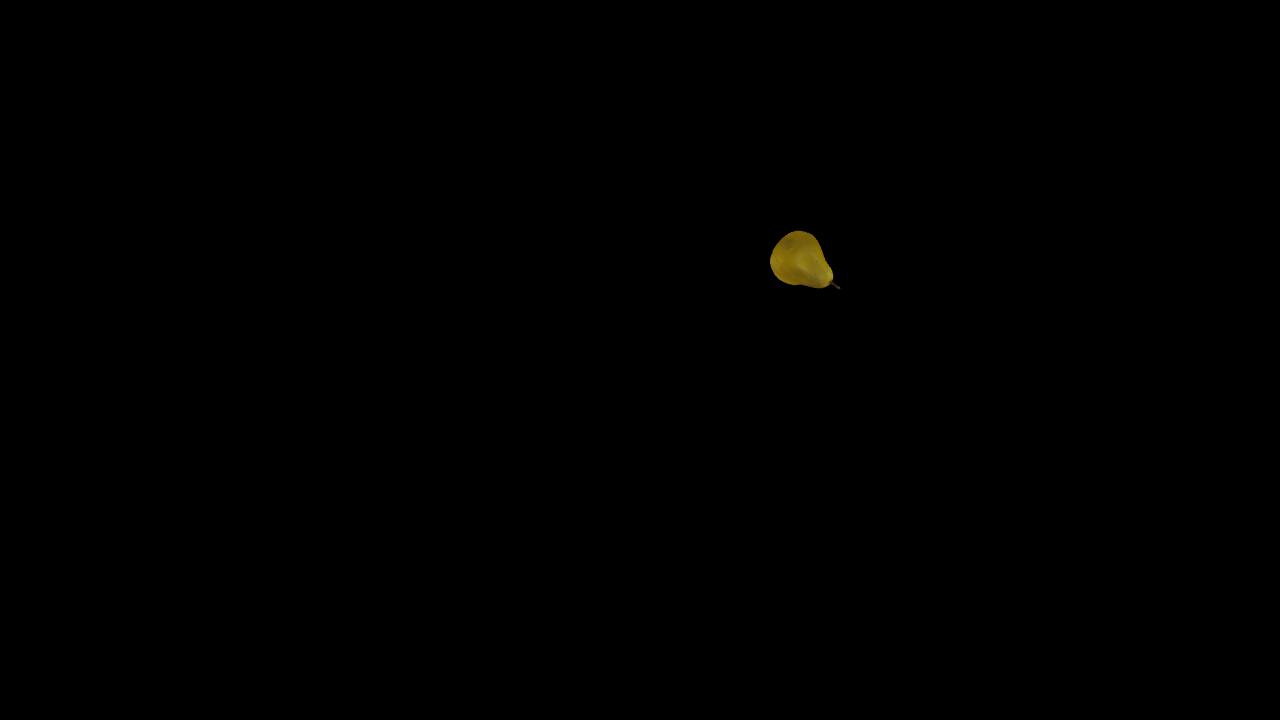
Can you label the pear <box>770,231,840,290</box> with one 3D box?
[{"bbox_3d":[0.245,-0.134,0.889,0.111,0.080,0.080,44,14,14],"label":"pear"}]
